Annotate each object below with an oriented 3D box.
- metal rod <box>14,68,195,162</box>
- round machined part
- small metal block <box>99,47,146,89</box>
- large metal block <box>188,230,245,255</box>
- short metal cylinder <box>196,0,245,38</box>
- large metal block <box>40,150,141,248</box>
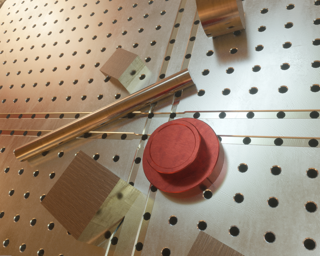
[{"bbox_3d":[-0.091,-0.015,0.464,0.301,0.025,0.025,-23,53,14],"label":"metal rod"},{"bbox_3d":[0.022,0.029,0.368,0.098,0.042,0.098,-13,56,21],"label":"round machined part"},{"bbox_3d":[-0.061,-0.098,0.500,0.050,0.025,0.050,31,79,37],"label":"small metal block"},{"bbox_3d":[0.058,0.150,0.270,0.080,0.050,0.080,21,73,36],"label":"large metal block"},{"bbox_3d":[0.086,-0.172,0.434,0.050,0.080,0.080,-9,58,23],"label":"short metal cylinder"},{"bbox_3d":[-0.085,0.086,0.384,0.080,0.050,0.080,26,76,37],"label":"large metal block"}]
